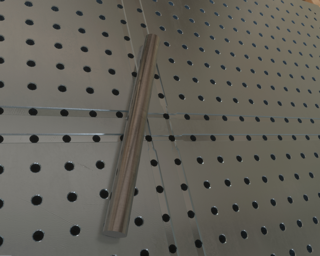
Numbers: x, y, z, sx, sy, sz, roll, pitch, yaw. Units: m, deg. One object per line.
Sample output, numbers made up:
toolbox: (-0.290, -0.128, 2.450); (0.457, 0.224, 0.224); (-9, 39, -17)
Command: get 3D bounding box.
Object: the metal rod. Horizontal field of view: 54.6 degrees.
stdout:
metal rod: (-0.029, -0.014, 0.400); (0.025, 0.025, 0.300); (20, 54, -17)
